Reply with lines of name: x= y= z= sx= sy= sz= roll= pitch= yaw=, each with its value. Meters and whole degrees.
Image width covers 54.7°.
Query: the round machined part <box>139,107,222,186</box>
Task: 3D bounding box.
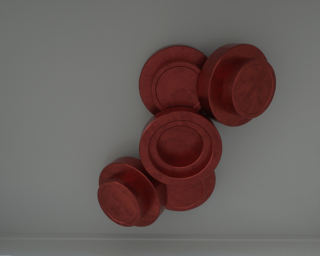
round machined part: x=0.024 y=0.020 z=0.385 sx=0.099 sy=0.042 sz=0.097 roll=0 pitch=110 yaw=-1

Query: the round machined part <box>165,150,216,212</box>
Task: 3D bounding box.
round machined part: x=0.028 y=0.075 z=0.429 sx=0.099 sy=0.042 sz=0.097 roll=0 pitch=110 yaw=-1

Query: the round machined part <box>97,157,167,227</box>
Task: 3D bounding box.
round machined part: x=-0.043 y=0.091 z=0.411 sx=0.098 sy=0.042 sz=0.097 roll=13 pitch=117 yaw=26

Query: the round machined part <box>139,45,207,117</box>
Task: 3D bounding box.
round machined part: x=0.023 y=-0.051 z=0.382 sx=0.099 sy=0.042 sz=0.097 roll=0 pitch=110 yaw=-1

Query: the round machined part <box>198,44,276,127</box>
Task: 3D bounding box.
round machined part: x=0.096 y=-0.048 z=0.361 sx=0.099 sy=0.042 sz=0.097 roll=-10 pitch=110 yaw=-29
